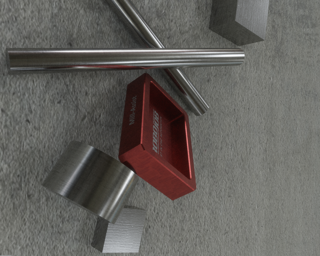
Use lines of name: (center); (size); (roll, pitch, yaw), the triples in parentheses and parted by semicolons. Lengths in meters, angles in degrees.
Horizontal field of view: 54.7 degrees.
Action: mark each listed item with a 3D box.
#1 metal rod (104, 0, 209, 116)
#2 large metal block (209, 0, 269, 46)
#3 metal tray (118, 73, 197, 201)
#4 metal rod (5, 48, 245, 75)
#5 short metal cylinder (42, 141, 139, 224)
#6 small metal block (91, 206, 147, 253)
metal rod: (-0.026, -0.124, 0.384); (0.300, 0.025, 0.025); (48, 62, -30)
large metal block: (0.129, -0.188, 0.499); (0.081, 0.050, 0.080); (13, 82, -40)
metal tray: (-0.001, 0.006, 0.357); (0.090, 0.030, 0.130); (42, 30, -32)
metal rod: (-0.014, -0.082, 0.367); (0.303, 0.025, 0.025); (-9, 96, -32)
short metal cylinder: (-0.069, 0.055, 0.312); (0.080, 0.080, 0.050); (42, 65, -32)
small metal block: (-0.048, 0.118, 0.367); (0.050, 0.025, 0.050); (19, 78, -39)
